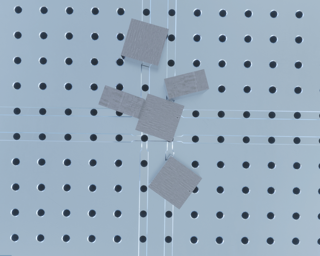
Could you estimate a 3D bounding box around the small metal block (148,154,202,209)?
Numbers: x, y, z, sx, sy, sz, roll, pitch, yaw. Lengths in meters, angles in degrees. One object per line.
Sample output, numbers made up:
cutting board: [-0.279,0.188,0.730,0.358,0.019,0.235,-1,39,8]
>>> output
small metal block: [0.020,0.071,0.414,0.050,0.025,0.050,36,90,0]

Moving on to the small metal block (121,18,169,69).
small metal block: [-0.020,-0.111,0.413,0.050,0.025,0.050,16,90,0]

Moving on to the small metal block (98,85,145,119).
small metal block: [-0.047,-0.032,0.401,0.050,0.050,0.025,20,90,0]

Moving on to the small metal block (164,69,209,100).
small metal block: [0.032,-0.054,0.401,0.050,0.050,0.025,-14,90,0]

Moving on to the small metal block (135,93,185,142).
small metal block: [0.000,-0.013,0.413,0.050,0.025,0.050,19,90,0]
